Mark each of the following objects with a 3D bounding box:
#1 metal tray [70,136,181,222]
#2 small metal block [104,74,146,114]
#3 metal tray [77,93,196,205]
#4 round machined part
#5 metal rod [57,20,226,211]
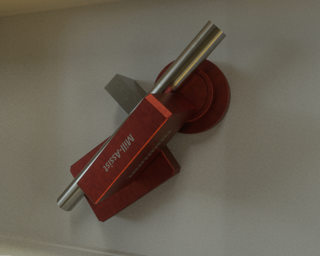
[{"bbox_3d":[-0.049,0.056,0.423,0.130,0.030,0.090,-36,79,16],"label":"metal tray"},{"bbox_3d":[-0.037,-0.042,0.408,0.025,0.050,0.050,-46,76,14],"label":"small metal block"},{"bbox_3d":[-0.023,0.019,0.341,0.030,0.090,0.129,44,110,11],"label":"metal tray"},{"bbox_3d":[0.036,-0.041,0.386,0.098,0.042,0.097,0,90,19],"label":"round machined part"},{"bbox_3d":[-0.034,-0.002,0.378,0.025,0.025,0.299,47,108,14],"label":"metal rod"}]
